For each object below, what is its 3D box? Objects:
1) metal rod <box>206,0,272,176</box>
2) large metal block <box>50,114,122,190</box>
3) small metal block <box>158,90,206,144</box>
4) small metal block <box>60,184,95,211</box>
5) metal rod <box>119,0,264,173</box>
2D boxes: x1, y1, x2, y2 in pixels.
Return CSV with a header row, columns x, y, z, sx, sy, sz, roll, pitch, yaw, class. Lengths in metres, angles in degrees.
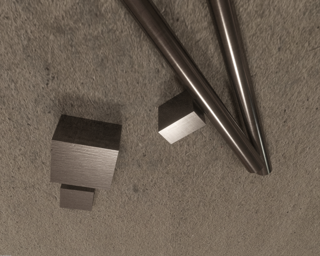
x,y,z,sx,sy,sz,roll,pitch,yaw,class
0.100,-0.045,0.370,0.025,0.025,0.299,-17,129,13,metal rod
-0.100,0.034,0.419,0.081,0.050,0.079,10,129,-9,large metal block
0.025,-0.016,0.378,0.050,0.050,0.025,-31,124,23,small metal block
-0.131,0.105,0.495,0.050,0.025,0.050,9,130,-8,small metal block
0.043,-0.048,0.351,0.025,0.025,0.300,-29,120,22,metal rod
